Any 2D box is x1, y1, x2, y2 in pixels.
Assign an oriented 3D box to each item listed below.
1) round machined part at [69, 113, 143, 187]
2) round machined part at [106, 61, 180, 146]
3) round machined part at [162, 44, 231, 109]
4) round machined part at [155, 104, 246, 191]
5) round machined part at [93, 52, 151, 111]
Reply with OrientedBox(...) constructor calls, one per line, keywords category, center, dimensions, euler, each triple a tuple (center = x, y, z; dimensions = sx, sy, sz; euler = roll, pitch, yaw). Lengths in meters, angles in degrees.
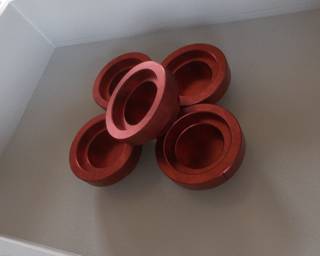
OrientedBox(category="round machined part", center=(-0.066, 0.031, 0.407), dimensions=(0.098, 0.042, 0.098), euler=(-13, 56, 20))
OrientedBox(category="round machined part", center=(-0.016, -0.025, 0.360), dimensions=(0.098, 0.042, 0.098), euler=(-25, 51, 36))
OrientedBox(category="round machined part", center=(0.044, -0.059, 0.405), dimensions=(0.098, 0.042, 0.098), euler=(-13, 56, 20))
OrientedBox(category="round machined part", center=(0.048, 0.024, 0.352), dimensions=(0.098, 0.042, 0.098), euler=(-13, 56, 20))
OrientedBox(category="round machined part", center=(-0.045, -0.059, 0.450), dimensions=(0.098, 0.042, 0.098), euler=(-13, 56, 20))
